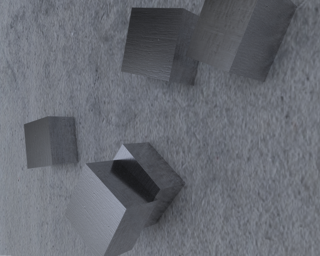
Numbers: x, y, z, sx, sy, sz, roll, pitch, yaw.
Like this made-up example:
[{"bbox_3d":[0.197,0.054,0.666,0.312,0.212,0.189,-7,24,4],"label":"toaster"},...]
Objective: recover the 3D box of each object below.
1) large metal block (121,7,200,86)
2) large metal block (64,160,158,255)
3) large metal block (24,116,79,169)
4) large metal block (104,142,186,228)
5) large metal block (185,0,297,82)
[{"bbox_3d":[0.004,-0.101,0.384,0.080,0.050,0.079,18,102,38],"label":"large metal block"},{"bbox_3d":[-0.061,0.096,0.372,0.080,0.050,0.079,39,113,33],"label":"large metal block"},{"bbox_3d":[-0.192,0.026,0.543,0.080,0.050,0.080,-12,83,39],"label":"large metal block"},{"bbox_3d":[-0.027,0.076,0.409,0.080,0.050,0.080,46,117,30],"label":"large metal block"},{"bbox_3d":[0.080,-0.095,0.302,0.050,0.081,0.079,31,109,35],"label":"large metal block"}]
